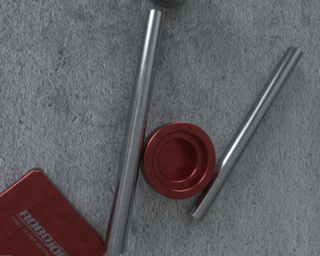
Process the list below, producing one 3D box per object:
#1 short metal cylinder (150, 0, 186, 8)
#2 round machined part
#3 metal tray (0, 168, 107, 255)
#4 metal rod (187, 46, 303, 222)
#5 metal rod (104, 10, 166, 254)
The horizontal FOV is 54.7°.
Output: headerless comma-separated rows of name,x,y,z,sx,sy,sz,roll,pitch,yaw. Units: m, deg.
short metal cylinder,0.016,-0.205,0.402,0.081,0.050,0.080,0,90,-20
round machined part,0.020,0.041,0.408,0.099,0.042,0.097,0,90,-20
metal tray,-0.136,0.122,0.357,0.090,0.030,0.130,-40,103,-16
metal rod,0.130,0.001,0.457,0.025,0.025,0.300,38,78,-16
metal rod,-0.029,-0.003,0.383,0.025,0.025,0.299,13,80,-20
